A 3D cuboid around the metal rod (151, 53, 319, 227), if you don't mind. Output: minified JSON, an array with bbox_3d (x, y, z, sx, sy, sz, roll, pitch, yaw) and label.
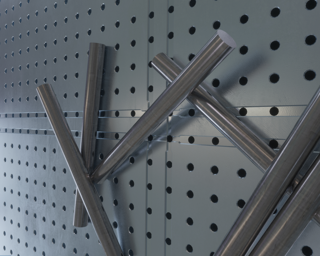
[{"bbox_3d":[0.087,0.008,0.338,0.300,0.025,0.025,48,118,29],"label":"metal rod"}]

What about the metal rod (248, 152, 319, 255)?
[{"bbox_3d":[0.145,0.031,0.263,0.025,0.025,0.299,37,105,34],"label":"metal rod"}]

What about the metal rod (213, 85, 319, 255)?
[{"bbox_3d":[0.123,0.021,0.280,0.025,0.025,0.299,36,103,34],"label":"metal rod"}]

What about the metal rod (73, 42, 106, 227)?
[{"bbox_3d":[-0.116,0.014,0.506,0.025,0.025,0.298,11,97,39],"label":"metal rod"}]

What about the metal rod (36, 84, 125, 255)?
[{"bbox_3d":[-0.126,0.067,0.485,0.025,0.025,0.299,-31,80,36],"label":"metal rod"}]

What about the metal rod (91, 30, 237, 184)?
[{"bbox_3d":[-0.016,-0.005,0.400,0.299,0.025,0.025,-45,63,38],"label":"metal rod"}]
